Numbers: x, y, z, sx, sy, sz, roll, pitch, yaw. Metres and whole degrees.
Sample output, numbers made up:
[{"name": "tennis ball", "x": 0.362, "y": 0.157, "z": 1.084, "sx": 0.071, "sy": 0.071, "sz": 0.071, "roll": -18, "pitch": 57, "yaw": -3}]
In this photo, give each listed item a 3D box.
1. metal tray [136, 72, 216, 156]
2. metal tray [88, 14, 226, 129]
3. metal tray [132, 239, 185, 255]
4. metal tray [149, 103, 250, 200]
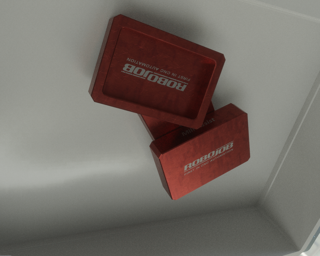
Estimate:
[{"name": "metal tray", "x": 0.030, "y": -0.006, "z": 0.420, "sx": 0.090, "sy": 0.030, "sz": 0.130, "roll": -33, "pitch": 129, "yaw": -7}, {"name": "metal tray", "x": -0.002, "y": -0.058, "z": 0.341, "sx": 0.131, "sy": 0.030, "sz": 0.089, "roll": 15, "pitch": 100, "yaw": -22}, {"name": "metal tray", "x": -0.025, "y": 0.264, "z": 0.559, "sx": 0.090, "sy": 0.030, "sz": 0.130, "roll": 30, "pitch": 102, "yaw": -38}, {"name": "metal tray", "x": 0.059, "y": 0.032, "z": 0.421, "sx": 0.131, "sy": 0.030, "sz": 0.090, "roll": -26, "pitch": 129, "yaw": -13}]
